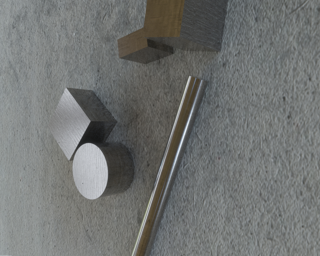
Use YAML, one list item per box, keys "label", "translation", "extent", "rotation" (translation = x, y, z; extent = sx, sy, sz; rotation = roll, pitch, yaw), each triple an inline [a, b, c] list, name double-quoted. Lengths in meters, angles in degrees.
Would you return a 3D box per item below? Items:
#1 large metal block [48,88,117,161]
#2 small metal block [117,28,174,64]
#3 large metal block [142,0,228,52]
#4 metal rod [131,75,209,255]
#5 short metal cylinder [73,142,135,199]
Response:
- label: "large metal block"
  translation: [-0.125, -0.006, 0.492]
  extent: [0.080, 0.050, 0.080]
  rotation: [49, 119, 29]
- label: "small metal block"
  translation: [-0.019, -0.106, 0.404]
  extent: [0.050, 0.050, 0.025]
  rotation: [-10, 84, 39]
- label: "large metal block"
  translation: [0.031, -0.133, 0.343]
  extent: [0.050, 0.081, 0.079]
  rotation: [13, 99, 39]
- label: "metal rod"
  translation: [0.003, 0.079, 0.402]
  extent: [0.025, 0.025, 0.298]
  rotation: [28, 107, 36]
- label: "short metal cylinder"
  translation: [-0.084, 0.061, 0.458]
  extent: [0.080, 0.050, 0.080]
  rotation: [0, 90, 40]
